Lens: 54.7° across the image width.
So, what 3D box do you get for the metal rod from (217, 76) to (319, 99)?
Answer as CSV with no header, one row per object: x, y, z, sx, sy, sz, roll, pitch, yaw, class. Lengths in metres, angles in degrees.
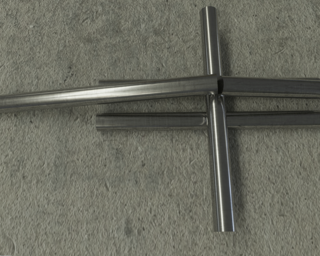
0.221,-0.049,0.404,0.302,0.025,0.025,1,70,-11,metal rod

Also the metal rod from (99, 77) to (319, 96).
0.068,-0.056,0.430,0.302,0.025,0.025,-1,70,-1,metal rod

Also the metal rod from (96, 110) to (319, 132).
0.068,-0.010,0.413,0.302,0.025,0.025,-1,70,-1,metal rod

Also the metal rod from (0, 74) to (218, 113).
-0.080,-0.042,0.397,0.302,0.025,0.025,-4,70,8,metal rod

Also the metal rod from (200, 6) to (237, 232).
0.071,-0.026,0.393,0.025,0.025,0.299,0,70,-1,metal rod
